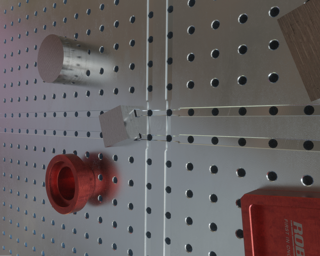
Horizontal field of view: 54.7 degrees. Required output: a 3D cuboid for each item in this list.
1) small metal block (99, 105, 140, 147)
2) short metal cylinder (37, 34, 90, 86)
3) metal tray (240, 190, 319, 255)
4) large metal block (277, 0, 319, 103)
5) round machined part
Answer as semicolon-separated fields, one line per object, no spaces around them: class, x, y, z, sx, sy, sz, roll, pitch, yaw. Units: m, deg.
small metal block;-0.061;-0.002;0.460;0.050;0.025;0.050;-21;77;38
short metal cylinder;-0.165;-0.114;0.530;0.080;0.050;0.080;0;90;40
metal tray;0.130;0.128;0.298;0.090;0.030;0.129;-6;86;39
large metal block;0.160;-0.073;0.261;0.080;0.050;0.080;-26;74;37
round machined part;-0.147;0.092;0.520;0.098;0.042;0.097;0;90;40
